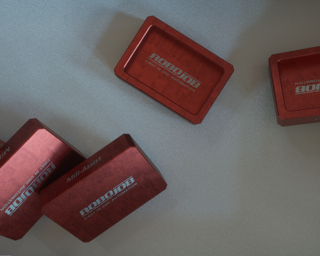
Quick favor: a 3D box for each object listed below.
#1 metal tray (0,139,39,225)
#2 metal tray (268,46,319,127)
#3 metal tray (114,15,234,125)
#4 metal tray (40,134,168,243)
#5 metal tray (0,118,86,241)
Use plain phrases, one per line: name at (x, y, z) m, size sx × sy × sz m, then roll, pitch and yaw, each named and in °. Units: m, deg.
metal tray at (-0.216, 0.056, 0.369) m, size 0.090 × 0.030 × 0.130 m, roll -45°, pitch 127°, yaw -1°
metal tray at (0.207, -0.056, 0.380) m, size 0.130 × 0.030 × 0.090 m, roll -8°, pitch 70°, yaw 16°
metal tray at (0.018, -0.074, 0.409) m, size 0.130 × 0.030 × 0.090 m, roll 32°, pitch 90°, yaw -1°
metal tray at (-0.067, 0.077, 0.384) m, size 0.130 × 0.030 × 0.090 m, roll -35°, pitch 127°, yaw 0°
metal tray at (-0.161, 0.063, 0.370) m, size 0.130 × 0.090 × 0.030 m, roll -48°, pitch 46°, yaw -9°
